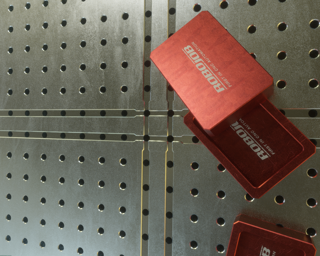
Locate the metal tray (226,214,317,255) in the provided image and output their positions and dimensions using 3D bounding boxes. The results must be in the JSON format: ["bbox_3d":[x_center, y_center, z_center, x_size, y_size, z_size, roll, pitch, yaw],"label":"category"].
[{"bbox_3d":[0.120,0.180,0.367,0.090,0.030,0.129,13,94,19],"label":"metal tray"}]

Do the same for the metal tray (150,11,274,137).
[{"bbox_3d":[0.058,-0.066,0.367,0.090,0.030,0.130,-38,64,8],"label":"metal tray"}]

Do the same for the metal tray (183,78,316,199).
[{"bbox_3d":[0.104,0.006,0.373,0.090,0.030,0.130,-45,76,14],"label":"metal tray"}]
